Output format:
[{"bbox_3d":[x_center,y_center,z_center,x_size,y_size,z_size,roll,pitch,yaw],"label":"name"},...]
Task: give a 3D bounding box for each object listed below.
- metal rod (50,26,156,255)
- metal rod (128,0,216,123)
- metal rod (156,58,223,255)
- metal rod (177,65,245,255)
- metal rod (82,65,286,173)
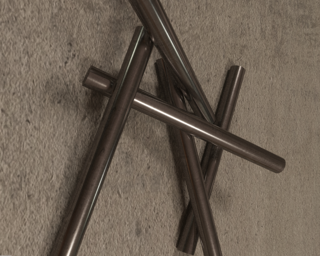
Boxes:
[{"bbox_3d":[-0.064,0.035,0.324,0.025,0.025,0.299,24,83,-38],"label":"metal rod"},{"bbox_3d":[0.016,-0.080,0.347,0.300,0.025,0.025,50,58,-55],"label":"metal rod"},{"bbox_3d":[0.043,0.052,0.421,0.025,0.025,0.298,-17,94,-39],"label":"metal rod"},{"bbox_3d":[0.083,0.039,0.476,0.025,0.025,0.299,30,71,-36],"label":"metal rod"},{"bbox_3d":[0.047,-0.001,0.398,0.302,0.025,0.025,24,74,-22],"label":"metal rod"}]
